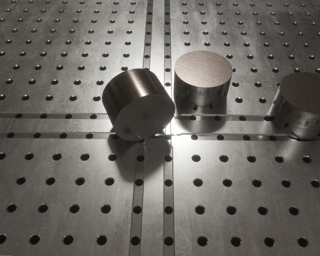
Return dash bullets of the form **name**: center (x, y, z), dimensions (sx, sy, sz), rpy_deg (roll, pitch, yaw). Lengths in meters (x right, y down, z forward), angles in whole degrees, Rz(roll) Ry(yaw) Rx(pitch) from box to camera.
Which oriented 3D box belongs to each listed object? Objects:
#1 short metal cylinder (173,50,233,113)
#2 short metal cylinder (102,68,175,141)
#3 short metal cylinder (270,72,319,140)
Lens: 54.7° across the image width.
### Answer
- **short metal cylinder**: center (0.061, -0.068, 0.449), dimensions (0.081, 0.050, 0.080), rpy_deg (0, 50, 0)
- **short metal cylinder**: center (-0.028, -0.029, 0.396), dimensions (0.081, 0.080, 0.050), rpy_deg (-18, 53, -15)
- **short metal cylinder**: center (0.197, -0.031, 0.420), dimensions (0.081, 0.050, 0.080), rpy_deg (0, 50, 0)
